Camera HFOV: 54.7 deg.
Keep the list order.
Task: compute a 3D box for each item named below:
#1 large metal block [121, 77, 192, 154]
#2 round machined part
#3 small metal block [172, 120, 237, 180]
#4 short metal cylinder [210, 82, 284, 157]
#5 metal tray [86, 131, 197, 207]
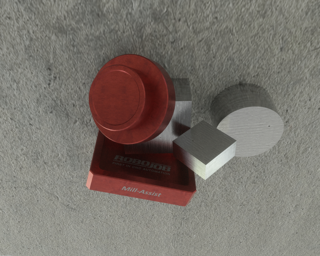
[{"bbox_3d":[-0.004,-0.014,0.381,0.080,0.050,0.079,-1,130,1],"label":"large metal block"},{"bbox_3d":[-0.037,-0.031,0.333,0.098,0.098,0.042,-30,169,22],"label":"round machined part"},{"bbox_3d":[0.050,0.023,0.353,0.050,0.050,0.025,-33,139,-27],"label":"small metal block"},{"bbox_3d":[0.105,-0.010,0.386,0.081,0.050,0.079,0,130,0],"label":"short metal cylinder"},{"bbox_3d":[-0.022,0.047,0.405,0.131,0.090,0.030,13,129,-11],"label":"metal tray"}]
